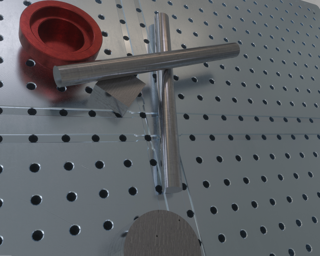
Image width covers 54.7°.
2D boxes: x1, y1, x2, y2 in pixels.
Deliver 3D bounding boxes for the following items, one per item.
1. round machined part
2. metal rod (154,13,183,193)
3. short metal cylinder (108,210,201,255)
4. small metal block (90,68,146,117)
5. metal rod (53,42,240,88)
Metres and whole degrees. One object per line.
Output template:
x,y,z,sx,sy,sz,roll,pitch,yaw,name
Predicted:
-0.127,-0.112,0.397,0.099,0.042,0.098,14,56,-21,round machined part
0.008,-0.055,0.445,0.025,0.025,0.299,11,57,-22,metal rod
-0.006,0.128,0.310,0.081,0.050,0.080,14,56,-21,short metal cylinder
-0.055,-0.051,0.410,0.050,0.025,0.050,35,51,-5,small metal block
0.004,-0.094,0.434,0.302,0.025,0.025,-17,71,-34,metal rod
